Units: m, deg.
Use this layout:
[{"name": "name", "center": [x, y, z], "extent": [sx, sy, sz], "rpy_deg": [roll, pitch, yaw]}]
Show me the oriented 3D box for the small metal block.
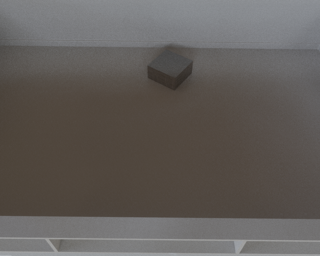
[{"name": "small metal block", "center": [0.016, -0.091, 0.482], "extent": [0.050, 0.025, 0.050], "rpy_deg": [29, 55, 21]}]
